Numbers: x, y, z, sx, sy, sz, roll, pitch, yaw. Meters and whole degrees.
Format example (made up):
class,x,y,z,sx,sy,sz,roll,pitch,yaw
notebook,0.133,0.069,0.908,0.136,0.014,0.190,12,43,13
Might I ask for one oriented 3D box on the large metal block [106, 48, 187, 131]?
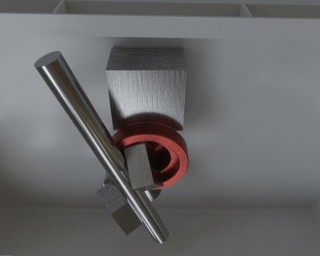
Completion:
class,x,y,z,sx,sy,sz,roll,pitch,yaw
large metal block,-0.014,-0.043,0.352,0.081,0.050,0.079,0,130,-1

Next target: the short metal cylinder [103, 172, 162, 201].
class,x,y,z,sx,sy,sz,roll,pitch,yaw
short metal cylinder,-0.038,0.067,0.448,0.081,0.050,0.079,0,130,0

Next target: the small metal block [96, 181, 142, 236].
class,x,y,z,sx,sy,sz,roll,pitch,yaw
small metal block,-0.055,0.106,0.412,0.025,0.050,0.050,-35,129,-15

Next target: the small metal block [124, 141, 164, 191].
class,x,y,z,sx,sy,sz,roll,pitch,yaw
small metal block,-0.018,0.046,0.367,0.025,0.050,0.050,-17,163,9

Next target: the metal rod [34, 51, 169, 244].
class,x,y,z,sx,sy,sz,roll,pitch,yaw
metal rod,-0.047,0.048,0.356,0.025,0.025,0.299,-15,129,12

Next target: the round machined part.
class,x,y,z,sx,sy,sz,roll,pitch,yaw
round machined part,-0.015,0.030,0.383,0.099,0.042,0.097,-1,130,0
